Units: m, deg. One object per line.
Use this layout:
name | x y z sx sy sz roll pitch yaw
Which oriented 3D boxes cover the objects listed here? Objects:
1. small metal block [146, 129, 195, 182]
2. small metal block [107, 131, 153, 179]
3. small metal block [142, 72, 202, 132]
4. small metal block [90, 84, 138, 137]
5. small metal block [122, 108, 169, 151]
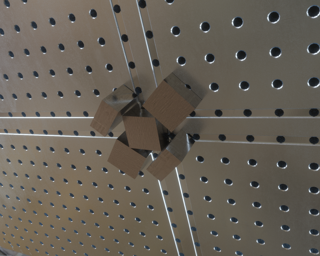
small metal block | 0.015 0.036 0.410 0.025 0.050 0.050 41 129 1
small metal block | -0.044 0.040 0.460 0.050 0.025 0.050 33 128 6
small metal block | 0.014 -0.031 0.385 0.050 0.025 0.050 42 130 -1
small metal block | -0.061 -0.023 0.413 0.025 0.050 0.050 37 130 2
small metal block | -0.019 0.002 0.422 0.050 0.025 0.050 4 119 27
